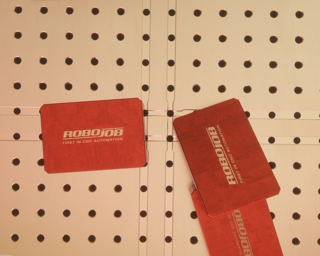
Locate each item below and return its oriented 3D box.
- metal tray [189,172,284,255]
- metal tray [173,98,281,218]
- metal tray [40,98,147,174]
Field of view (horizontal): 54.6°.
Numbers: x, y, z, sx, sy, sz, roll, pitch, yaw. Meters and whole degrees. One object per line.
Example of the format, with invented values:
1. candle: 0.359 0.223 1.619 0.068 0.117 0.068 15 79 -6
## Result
1. metal tray: 0.101 0.130 0.412 0.090 0.030 0.129 -17 90 0
2. metal tray: 0.079 0.036 0.391 0.090 0.030 0.130 -20 71 -1
3. metal tray: -0.085 0.010 0.410 0.131 0.030 0.090 -4 90 0
